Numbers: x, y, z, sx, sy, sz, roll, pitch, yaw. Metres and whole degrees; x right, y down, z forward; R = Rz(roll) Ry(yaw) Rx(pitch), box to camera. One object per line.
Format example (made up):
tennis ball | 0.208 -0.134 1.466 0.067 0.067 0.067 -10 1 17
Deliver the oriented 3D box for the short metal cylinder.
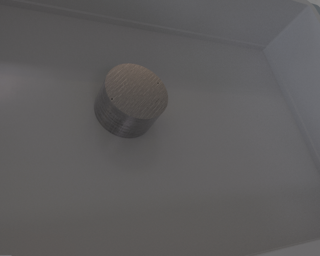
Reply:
short metal cylinder | -0.037 -0.034 0.390 0.081 0.050 0.080 13 56 -21
